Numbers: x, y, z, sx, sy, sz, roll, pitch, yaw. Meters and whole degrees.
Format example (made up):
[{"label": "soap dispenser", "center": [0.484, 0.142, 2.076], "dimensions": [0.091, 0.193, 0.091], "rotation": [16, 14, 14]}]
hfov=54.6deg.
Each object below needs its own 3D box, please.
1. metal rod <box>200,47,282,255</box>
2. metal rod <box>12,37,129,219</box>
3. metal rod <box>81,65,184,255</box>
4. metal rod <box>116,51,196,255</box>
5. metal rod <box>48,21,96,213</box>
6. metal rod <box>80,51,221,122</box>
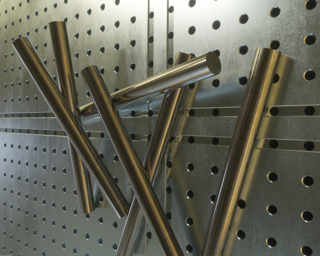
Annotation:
[{"label": "metal rod", "center": [0.079, 0.063, 0.344], "dimensions": [0.025, 0.025, 0.298], "rotation": [21, 103, 38]}, {"label": "metal rod", "center": [-0.130, -0.001, 0.458], "dimensions": [0.025, 0.025, 0.299], "rotation": [-33, 88, 35]}, {"label": "metal rod", "center": [-0.034, 0.052, 0.402], "dimensions": [0.025, 0.025, 0.299], "rotation": [-33, 77, 35]}, {"label": "metal rod", "center": [-0.010, 0.047, 0.418], "dimensions": [0.025, 0.025, 0.298], "rotation": [28, 107, 36]}, {"label": "metal rod", "center": [-0.136, -0.011, 0.487], "dimensions": [0.025, 0.025, 0.298], "rotation": [1, 102, 40]}, {"label": "metal rod", "center": [-0.046, -0.043, 0.426], "dimensions": [0.299, 0.025, 0.025], "rotation": [-13, 82, 46]}]
